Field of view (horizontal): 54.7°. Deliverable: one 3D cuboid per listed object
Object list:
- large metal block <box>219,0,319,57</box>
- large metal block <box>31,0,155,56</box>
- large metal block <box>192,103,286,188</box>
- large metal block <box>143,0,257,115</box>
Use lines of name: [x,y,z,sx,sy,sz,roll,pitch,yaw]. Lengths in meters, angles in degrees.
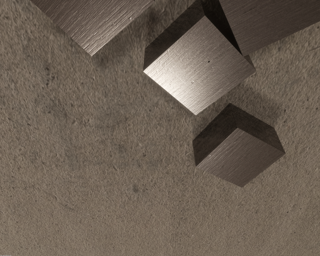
large metal block: [0.096,-0.127,0.285,0.080,0.050,0.080,-23,127,18]
large metal block: [-0.061,-0.128,0.281,0.080,0.050,0.080,-33,123,24]
large metal block: [0.102,0.025,0.414,0.080,0.050,0.080,26,125,-21]
large metal block: [0.040,-0.073,0.329,0.080,0.050,0.080,37,121,-27]
